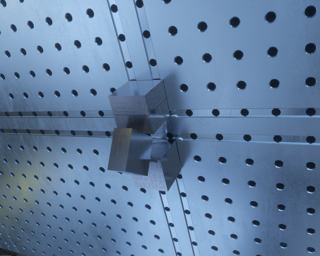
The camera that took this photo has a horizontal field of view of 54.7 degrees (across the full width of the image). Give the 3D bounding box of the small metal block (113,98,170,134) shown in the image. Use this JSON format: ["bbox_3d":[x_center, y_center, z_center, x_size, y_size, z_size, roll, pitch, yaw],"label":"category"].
[{"bbox_3d":[-0.022,-0.016,0.394,0.050,0.050,0.025,2,119,27],"label":"small metal block"}]

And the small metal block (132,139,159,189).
[{"bbox_3d":[-0.017,0.049,0.433,0.025,0.050,0.050,1,119,27],"label":"small metal block"}]

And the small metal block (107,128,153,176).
[{"bbox_3d":[-0.035,0.030,0.377,0.025,0.050,0.050,1,77,28],"label":"small metal block"}]

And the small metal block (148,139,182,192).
[{"bbox_3d":[0.005,0.050,0.420,0.025,0.050,0.050,1,119,27],"label":"small metal block"}]

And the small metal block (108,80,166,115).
[{"bbox_3d":[-0.027,-0.038,0.383,0.050,0.050,0.025,2,119,27],"label":"small metal block"}]
